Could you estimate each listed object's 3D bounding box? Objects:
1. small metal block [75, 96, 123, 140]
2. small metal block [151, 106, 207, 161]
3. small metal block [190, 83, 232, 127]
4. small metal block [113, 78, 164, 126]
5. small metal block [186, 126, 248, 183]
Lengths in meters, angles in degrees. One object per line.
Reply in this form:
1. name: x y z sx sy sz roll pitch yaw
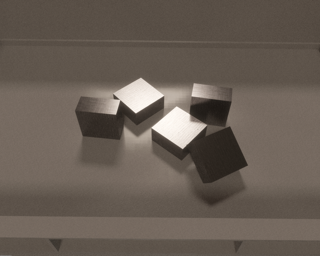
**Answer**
1. small metal block: -0.076 -0.012 0.398 0.050 0.050 0.025 5 50 4
2. small metal block: 0.025 0.006 0.400 0.050 0.025 0.050 34 57 25
3. small metal block: 0.067 -0.030 0.415 0.050 0.050 0.025 8 51 6
4. small metal block: -0.030 -0.038 0.437 0.050 0.025 0.050 -34 58 -26
5. small metal block: 0.067 0.032 0.365 0.050 0.025 0.050 -21 84 -17
